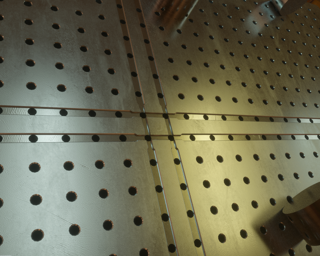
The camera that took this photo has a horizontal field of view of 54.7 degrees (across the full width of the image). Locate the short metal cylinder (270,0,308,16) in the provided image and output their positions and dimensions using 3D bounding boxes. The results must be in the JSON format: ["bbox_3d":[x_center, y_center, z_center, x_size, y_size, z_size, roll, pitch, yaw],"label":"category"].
[{"bbox_3d":[0.306,-0.313,0.728,0.081,0.080,0.050,-14,69,-34],"label":"short metal cylinder"}]

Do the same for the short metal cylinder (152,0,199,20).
[{"bbox_3d":[0.031,-0.244,0.557,0.081,0.050,0.080,14,56,-21],"label":"short metal cylinder"}]

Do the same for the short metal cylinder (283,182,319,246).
[{"bbox_3d":[0.217,0.113,0.420,0.081,0.080,0.050,-28,78,-37],"label":"short metal cylinder"}]
